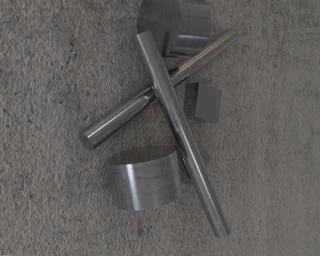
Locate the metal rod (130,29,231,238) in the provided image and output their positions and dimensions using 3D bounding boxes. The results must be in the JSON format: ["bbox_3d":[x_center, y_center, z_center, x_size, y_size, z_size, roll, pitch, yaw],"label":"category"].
[{"bbox_3d":[0.034,0.021,0.400,0.025,0.025,0.299,-37,113,-34],"label":"metal rod"}]

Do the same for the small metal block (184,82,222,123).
[{"bbox_3d":[0.063,-0.036,0.457,0.050,0.025,0.050,12,82,-39],"label":"small metal block"}]

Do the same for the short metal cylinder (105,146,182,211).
[{"bbox_3d":[-0.018,0.054,0.354,0.081,0.080,0.050,-16,100,-39],"label":"short metal cylinder"}]

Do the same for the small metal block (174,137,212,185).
[{"bbox_3d":[0.040,0.045,0.439,0.050,0.025,0.050,49,61,-29],"label":"small metal block"}]

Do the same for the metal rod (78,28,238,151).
[{"bbox_3d":[0.017,-0.067,0.418,0.302,0.025,0.025,-40,115,-33],"label":"metal rod"}]

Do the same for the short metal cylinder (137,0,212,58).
[{"bbox_3d":[0.016,-0.127,0.382,0.050,0.080,0.079,-11,97,-40],"label":"short metal cylinder"}]
